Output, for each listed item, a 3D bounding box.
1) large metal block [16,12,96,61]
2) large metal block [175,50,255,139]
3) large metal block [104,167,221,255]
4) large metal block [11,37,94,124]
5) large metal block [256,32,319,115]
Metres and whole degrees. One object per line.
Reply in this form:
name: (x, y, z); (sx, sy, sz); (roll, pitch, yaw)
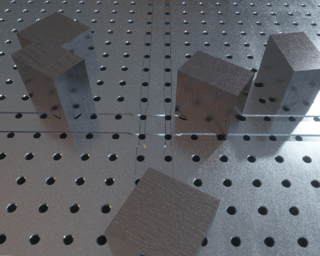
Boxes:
large metal block: (-0.167, -0.137, 0.505); (0.080, 0.050, 0.080); (30, 56, 22)
large metal block: (0.069, -0.044, 0.410); (0.080, 0.080, 0.050); (27, 55, 21)
large metal block: (0.004, 0.098, 0.309); (0.080, 0.050, 0.080); (23, 54, 18)
large metal block: (-0.144, -0.065, 0.425); (0.080, 0.080, 0.050); (30, 56, 22)
large metal block: (0.184, -0.077, 0.439); (0.050, 0.080, 0.080); (-7, 51, -6)
